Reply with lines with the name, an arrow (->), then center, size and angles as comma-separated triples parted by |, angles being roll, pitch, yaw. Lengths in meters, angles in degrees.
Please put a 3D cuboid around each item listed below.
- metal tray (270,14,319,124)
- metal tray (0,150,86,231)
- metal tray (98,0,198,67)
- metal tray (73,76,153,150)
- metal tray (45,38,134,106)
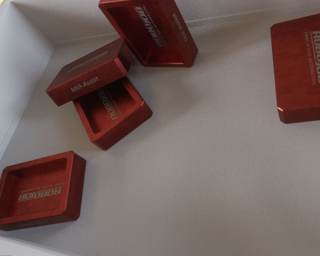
metal tray -> 0.179, -0.072, 0.353 | 0.090, 0.030, 0.130 | -7, 59, 24
metal tray -> -0.170, 0.089, 0.434 | 0.130, 0.030, 0.090 | -14, 56, 20
metal tray -> -0.012, -0.136, 0.426 | 0.090, 0.130, 0.030 | 8, 66, 31
metal tray -> -0.079, -0.040, 0.466 | 0.090, 0.030, 0.130 | -37, 51, 3
metal tray -> -0.107, -0.091, 0.488 | 0.130, 0.030, 0.090 | -21, 32, 19
